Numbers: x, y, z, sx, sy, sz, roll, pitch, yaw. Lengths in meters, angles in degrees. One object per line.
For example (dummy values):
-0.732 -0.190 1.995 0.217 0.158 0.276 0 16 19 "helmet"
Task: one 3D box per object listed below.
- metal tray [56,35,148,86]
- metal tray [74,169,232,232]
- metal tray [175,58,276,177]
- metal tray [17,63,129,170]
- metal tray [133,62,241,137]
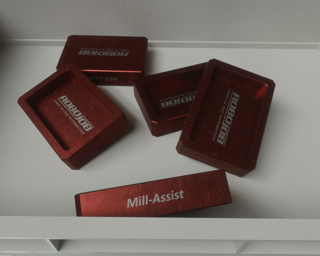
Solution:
-0.087 -0.108 0.492 0.131 0.030 0.090 2 50 1 "metal tray"
-0.008 0.071 0.300 0.131 0.090 0.030 -8 75 -8 "metal tray"
0.083 -0.015 0.385 0.090 0.030 0.130 21 66 2 "metal tray"
-0.114 -0.020 0.403 0.090 0.030 0.130 -40 60 -13 "metal tray"
0.037 -0.045 0.439 0.131 0.030 0.090 -15 52 -13 "metal tray"
